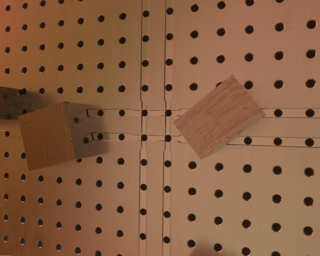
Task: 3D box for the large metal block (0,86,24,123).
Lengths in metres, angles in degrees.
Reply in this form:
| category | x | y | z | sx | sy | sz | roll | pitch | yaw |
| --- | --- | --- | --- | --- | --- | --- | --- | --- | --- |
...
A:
| category | x | y | z | sx | sy | sz | roll | pitch | yaw |
| --- | --- | --- | --- | --- | --- | --- | --- | --- | --- |
| large metal block | -0.273 | -0.034 | 0.477 | 0.080 | 0.080 | 0.050 | -6 | 88 | 19 |

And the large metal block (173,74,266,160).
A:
| category | x | y | z | sx | sy | sz | roll | pitch | yaw |
| --- | --- | --- | --- | --- | --- | --- | --- | --- | --- |
| large metal block | 0.072 | -0.011 | 0.358 | 0.080 | 0.080 | 0.050 | -40 | 78 | 15 |

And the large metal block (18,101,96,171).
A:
| category | x | y | z | sx | sy | sz | roll | pitch | yaw |
| --- | --- | --- | --- | --- | --- | --- | --- | --- | --- |
| large metal block | -0.149 | 0.012 | 0.450 | 0.080 | 0.050 | 0.080 | -15 | 85 | 19 |
